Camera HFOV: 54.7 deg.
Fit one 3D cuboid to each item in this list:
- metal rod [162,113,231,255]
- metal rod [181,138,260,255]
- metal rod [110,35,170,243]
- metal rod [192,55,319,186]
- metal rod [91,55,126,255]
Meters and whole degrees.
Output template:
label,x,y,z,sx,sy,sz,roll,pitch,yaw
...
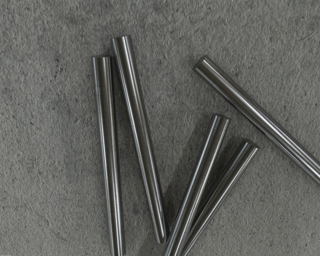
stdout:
label,x,y,z,sx,sy,sz,roll,pitch,yaw
metal rod,0.037,0.123,0.440,0.025,0.025,0.298,16,104,-6
metal rod,0.056,0.146,0.463,0.025,0.025,0.298,26,108,-9
metal rod,-0.021,0.029,0.420,0.025,0.025,0.298,-9,110,3
metal rod,0.161,0.013,0.415,0.301,0.025,0.025,40,105,-14
metal rod,-0.068,0.052,0.428,0.025,0.025,0.298,-1,110,0
